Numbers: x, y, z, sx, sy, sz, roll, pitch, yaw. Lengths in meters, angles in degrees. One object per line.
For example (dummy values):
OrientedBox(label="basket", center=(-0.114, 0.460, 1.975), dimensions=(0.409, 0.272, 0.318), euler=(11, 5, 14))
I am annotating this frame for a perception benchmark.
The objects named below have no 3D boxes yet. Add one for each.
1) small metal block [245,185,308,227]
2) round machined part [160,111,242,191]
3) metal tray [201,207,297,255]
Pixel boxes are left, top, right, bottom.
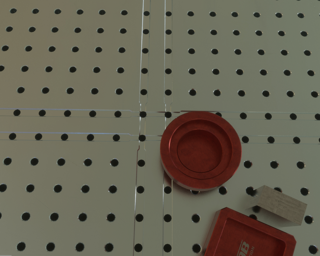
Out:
OrientedBox(label="small metal block", center=(0.135, 0.093, 0.366), dimensions=(0.050, 0.050, 0.025), euler=(24, 72, 8))
OrientedBox(label="round machined part", center=(0.049, 0.031, 0.392), dimensions=(0.099, 0.042, 0.098), euler=(0, 70, -1))
OrientedBox(label="metal tray", center=(0.088, 0.167, 0.348), dimensions=(0.090, 0.030, 0.130), euler=(23, 71, 7))
